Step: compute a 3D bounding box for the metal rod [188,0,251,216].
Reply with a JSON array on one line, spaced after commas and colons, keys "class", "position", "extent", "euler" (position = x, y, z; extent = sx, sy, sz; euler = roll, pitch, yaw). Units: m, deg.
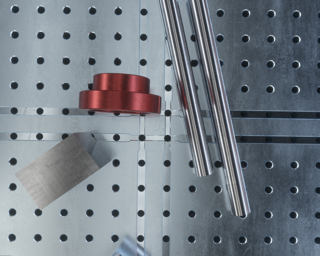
[{"class": "metal rod", "position": [0.078, -0.032, 0.414], "extent": [0.025, 0.025, 0.298], "euler": [-12, 90, 0]}]

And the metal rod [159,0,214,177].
[{"class": "metal rod", "position": [0.029, -0.084, 0.413], "extent": [0.025, 0.025, 0.298], "euler": [-12, 90, 0]}]

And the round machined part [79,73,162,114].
[{"class": "round machined part", "position": [-0.047, -0.041, 0.376], "extent": [0.099, 0.098, 0.042], "euler": [3, 90, -1]}]

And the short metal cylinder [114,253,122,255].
[{"class": "short metal cylinder", "position": [-0.058, 0.206, 0.385], "extent": [0.050, 0.080, 0.080], "euler": [42, 90, -1]}]

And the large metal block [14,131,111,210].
[{"class": "large metal block", "position": [-0.115, 0.048, 0.384], "extent": [0.080, 0.080, 0.050], "euler": [-35, 90, 0]}]
